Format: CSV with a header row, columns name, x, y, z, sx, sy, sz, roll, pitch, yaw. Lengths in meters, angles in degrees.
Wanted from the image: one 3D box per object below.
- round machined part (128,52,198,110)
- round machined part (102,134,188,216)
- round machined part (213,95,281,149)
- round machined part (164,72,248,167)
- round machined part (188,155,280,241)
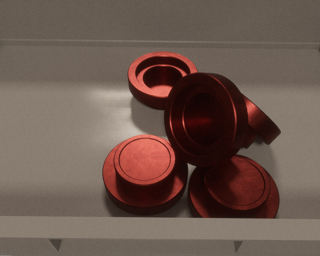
name,x,y,z,sx,sy,sz,roll,pitch,yaw
round machined part,0.004,-0.064,0.448,0.099,0.042,0.098,0,50,0
round machined part,-0.017,0.046,0.355,0.099,0.042,0.098,0,50,0
round machined part,0.095,-0.012,0.381,0.042,0.098,0.098,-48,59,8
round machined part,0.053,-0.010,0.333,0.042,0.097,0.098,-6,45,-42
round machined part,0.081,0.068,0.338,0.099,0.042,0.098,0,50,0
